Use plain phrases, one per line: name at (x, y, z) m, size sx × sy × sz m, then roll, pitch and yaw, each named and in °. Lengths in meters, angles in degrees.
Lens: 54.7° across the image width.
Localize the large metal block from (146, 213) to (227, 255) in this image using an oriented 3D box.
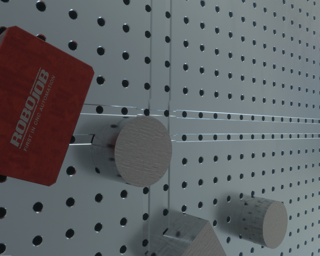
large metal block at (0.041, 0.179, 0.428) m, size 0.080 × 0.050 × 0.080 m, roll -41°, pitch 115°, yaw -32°

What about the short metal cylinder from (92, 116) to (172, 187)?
short metal cylinder at (-0.032, 0.026, 0.366) m, size 0.081 × 0.050 × 0.079 m, roll 0°, pitch 90°, yaw -40°

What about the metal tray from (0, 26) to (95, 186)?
metal tray at (-0.127, -0.018, 0.299) m, size 0.090 × 0.030 × 0.130 m, roll 26°, pitch 74°, yaw -37°

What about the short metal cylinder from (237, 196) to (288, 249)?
short metal cylinder at (0.181, 0.164, 0.545) m, size 0.081 × 0.050 × 0.079 m, roll 0°, pitch 90°, yaw -40°
